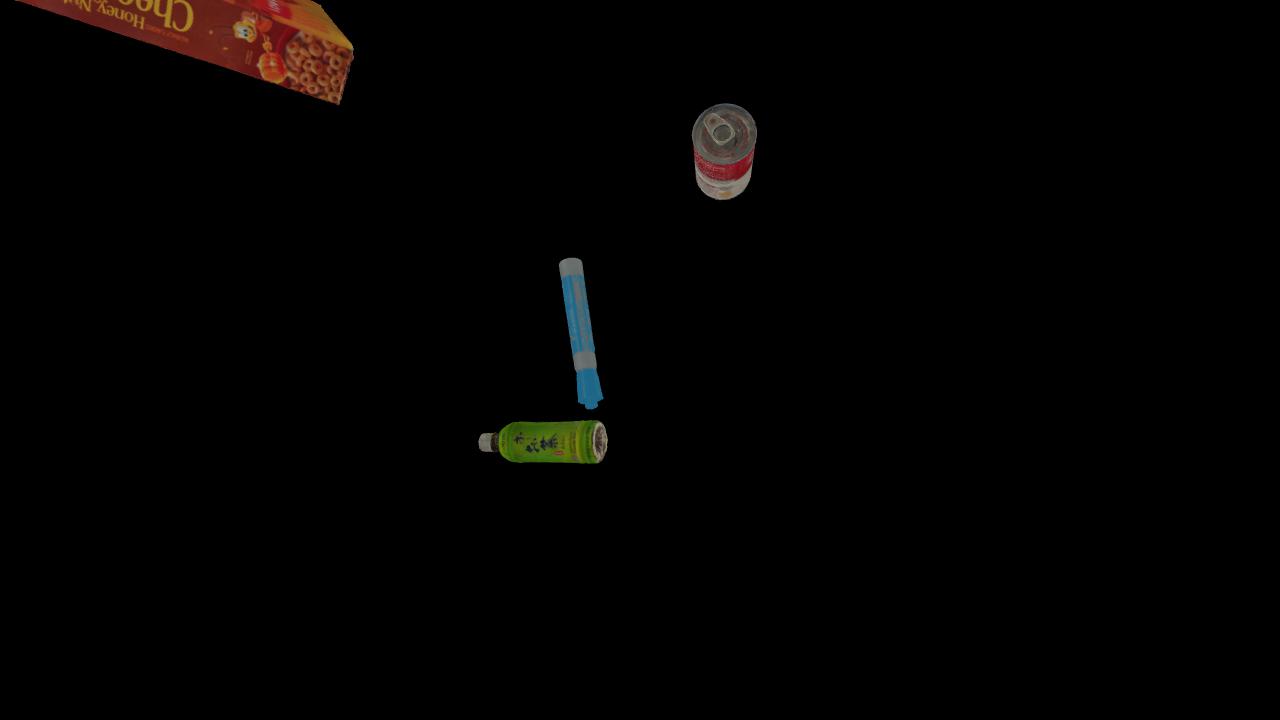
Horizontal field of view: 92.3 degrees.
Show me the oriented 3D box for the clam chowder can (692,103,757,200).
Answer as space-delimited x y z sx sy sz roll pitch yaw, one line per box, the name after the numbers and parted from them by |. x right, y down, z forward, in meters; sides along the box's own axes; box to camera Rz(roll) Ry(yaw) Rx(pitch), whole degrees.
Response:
0.094 -0.228 0.688 0.068 0.068 0.102 0 -8 7 | clam chowder can

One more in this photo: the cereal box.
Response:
-0.497 -0.394 0.666 0.306 0.081 0.203 6 33 -43 | cereal box

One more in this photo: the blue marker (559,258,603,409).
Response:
-0.045 -0.021 0.471 0.020 0.121 0.020 -9 -18 -3 | blue marker

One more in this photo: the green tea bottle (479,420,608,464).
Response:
-0.162 0.135 1.001 0.212 0.073 0.073 -4 -1 16 | green tea bottle
